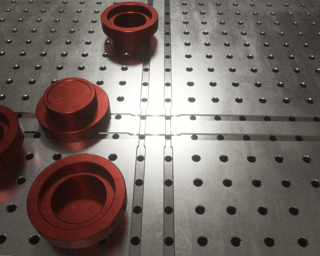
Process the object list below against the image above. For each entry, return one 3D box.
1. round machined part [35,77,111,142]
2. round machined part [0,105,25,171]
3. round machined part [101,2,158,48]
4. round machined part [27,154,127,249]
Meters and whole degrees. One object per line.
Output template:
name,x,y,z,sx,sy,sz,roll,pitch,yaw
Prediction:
round machined part,-0.119,-0.031,0.421,0.099,0.042,0.098,0,50,0
round machined part,-0.216,0.019,0.377,0.099,0.042,0.098,0,50,0
round machined part,-0.052,-0.179,0.547,0.099,0.042,0.098,0,50,0
round machined part,-0.084,0.079,0.329,0.099,0.042,0.098,0,50,0
